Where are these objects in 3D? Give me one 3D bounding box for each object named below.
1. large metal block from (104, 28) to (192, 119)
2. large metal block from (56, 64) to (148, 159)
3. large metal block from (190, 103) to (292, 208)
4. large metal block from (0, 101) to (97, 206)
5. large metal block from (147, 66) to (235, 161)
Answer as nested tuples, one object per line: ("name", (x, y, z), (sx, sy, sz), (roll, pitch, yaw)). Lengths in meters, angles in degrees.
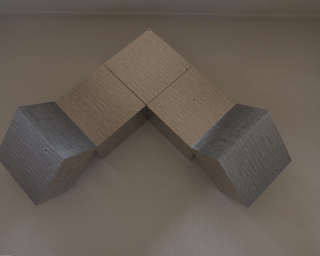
("large metal block", (-0.015, -0.073, 0.421), (0.080, 0.050, 0.080), (-42, 76, -14))
("large metal block", (-0.074, -0.020, 0.401), (0.080, 0.050, 0.080), (-42, 76, -14))
("large metal block", (0.096, 0.030, 0.361), (0.080, 0.050, 0.080), (-42, 119, -14))
("large metal block", (-0.133, 0.028, 0.360), (0.080, 0.050, 0.080), (44, 118, 14))
("large metal block", (0.041, -0.018, 0.401), (0.080, 0.050, 0.080), (-42, 76, -14))
